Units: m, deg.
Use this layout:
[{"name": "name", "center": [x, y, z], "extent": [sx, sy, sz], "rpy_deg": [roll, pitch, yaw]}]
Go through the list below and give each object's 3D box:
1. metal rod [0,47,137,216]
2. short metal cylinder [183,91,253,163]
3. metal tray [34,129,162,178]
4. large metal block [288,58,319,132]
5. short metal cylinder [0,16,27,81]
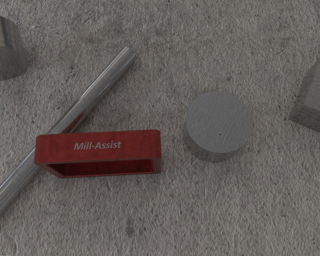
[{"name": "metal rod", "center": [-0.131, 0.006, 0.404], "extent": [0.025, 0.025, 0.300], "rpy_deg": [34, 73, 11]}, {"name": "short metal cylinder", "center": [0.071, 0.000, 0.396], "extent": [0.081, 0.050, 0.080], "rpy_deg": [0, 70, 0]}, {"name": "metal tray", "center": [-0.064, 0.033, 0.361], "extent": [0.131, 0.090, 0.030], "rpy_deg": [-3, 70, -1]}, {"name": "large metal block", "center": [0.231, -0.037, 0.410], "extent": [0.080, 0.050, 0.080], "rpy_deg": [25, 72, 8]}, {"name": "short metal cylinder", "center": [-0.227, -0.105, 0.416], "extent": [0.080, 0.080, 0.050], "rpy_deg": [-17, 71, -6]}]
